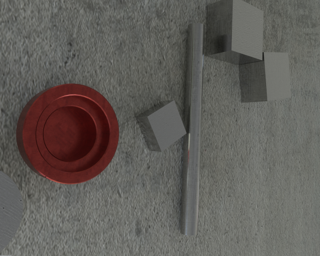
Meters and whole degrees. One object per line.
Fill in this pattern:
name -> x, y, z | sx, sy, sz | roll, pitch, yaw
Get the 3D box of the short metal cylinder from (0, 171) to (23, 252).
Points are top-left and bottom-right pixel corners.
short metal cylinder -> -0.162, 0.067, 0.253 | 0.081, 0.050, 0.079 | 0, 90, -40

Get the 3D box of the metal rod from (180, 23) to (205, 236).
metal rod -> 0.047, 0.000, 0.446 | 0.025, 0.025, 0.298 | 4, 88, -40

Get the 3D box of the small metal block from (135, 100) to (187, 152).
small metal block -> 0.002, -0.003, 0.409 | 0.050, 0.025, 0.050 | -34, 112, -35

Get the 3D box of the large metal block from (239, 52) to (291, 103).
large metal block -> 0.186, -0.089, 0.547 | 0.081, 0.050, 0.079 | -11, 97, -40

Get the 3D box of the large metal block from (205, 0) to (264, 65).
large metal block -> 0.119, -0.150, 0.490 | 0.081, 0.050, 0.079 | 3, 88, -40

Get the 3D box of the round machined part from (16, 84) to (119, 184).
round machined part -> -0.095, 0.006, 0.316 | 0.099, 0.042, 0.097 | 0, 90, -40
